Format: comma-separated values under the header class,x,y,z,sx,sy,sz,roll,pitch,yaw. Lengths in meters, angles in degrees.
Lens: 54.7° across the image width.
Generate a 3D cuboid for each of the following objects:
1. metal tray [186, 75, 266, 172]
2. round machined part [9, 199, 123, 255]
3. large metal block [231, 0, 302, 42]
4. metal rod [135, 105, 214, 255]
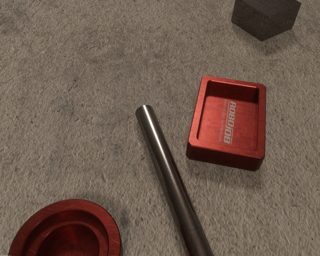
class,x,y,z,sx,sy,sz,roll,pitch,yaw
metal tray,0.090,-0.011,0.410,0.090,0.030,0.130,10,51,8
round machined part,-0.084,0.120,0.290,0.099,0.042,0.098,0,50,0
large metal block,0.192,-0.211,0.567,0.081,0.050,0.080,-27,55,-21
metal rod,0.024,0.087,0.330,0.025,0.025,0.299,-13,51,-11
